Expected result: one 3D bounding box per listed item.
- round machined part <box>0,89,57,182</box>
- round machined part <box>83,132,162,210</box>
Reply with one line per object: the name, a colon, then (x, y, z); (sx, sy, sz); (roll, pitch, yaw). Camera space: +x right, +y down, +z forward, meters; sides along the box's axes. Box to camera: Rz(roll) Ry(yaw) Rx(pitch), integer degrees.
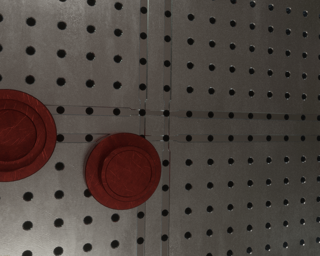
round machined part: (-0.167, 0.008, 0.342); (0.099, 0.042, 0.097); (0, 90, -21)
round machined part: (-0.044, 0.054, 0.388); (0.099, 0.042, 0.097); (0, 90, -21)
